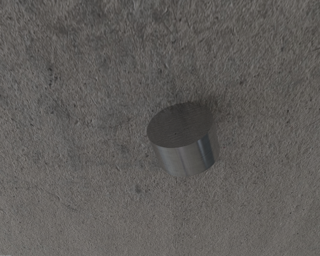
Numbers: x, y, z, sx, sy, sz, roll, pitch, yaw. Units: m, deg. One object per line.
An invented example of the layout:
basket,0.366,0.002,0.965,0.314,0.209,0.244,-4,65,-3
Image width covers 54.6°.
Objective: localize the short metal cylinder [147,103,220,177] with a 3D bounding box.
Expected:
short metal cylinder,0.030,0.013,0.382,0.080,0.080,0.050,-12,129,10
